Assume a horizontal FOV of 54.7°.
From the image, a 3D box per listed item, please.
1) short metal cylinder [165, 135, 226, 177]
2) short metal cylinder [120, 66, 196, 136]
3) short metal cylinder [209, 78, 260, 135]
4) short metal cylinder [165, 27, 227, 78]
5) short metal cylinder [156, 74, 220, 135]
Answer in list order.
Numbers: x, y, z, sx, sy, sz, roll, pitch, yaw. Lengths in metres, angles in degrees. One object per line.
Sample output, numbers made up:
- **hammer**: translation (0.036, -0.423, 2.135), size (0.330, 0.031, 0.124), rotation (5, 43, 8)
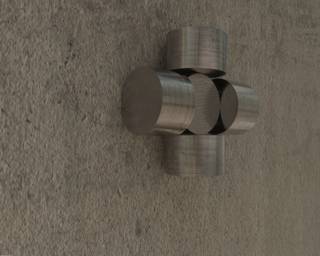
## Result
- **short metal cylinder**: translation (0.046, 0.034, 0.411), size (0.081, 0.080, 0.050), rotation (0, 89, -40)
- **short metal cylinder**: translation (-0.004, -0.030, 0.369), size (0.050, 0.080, 0.079), rotation (3, 89, -40)
- **short metal cylinder**: translation (0.097, -0.030, 0.454), size (0.050, 0.080, 0.079), rotation (3, 89, -40)
- **short metal cylinder**: translation (0.048, -0.097, 0.411), size (0.081, 0.080, 0.050), rotation (2, 89, -40)
- **short metal cylinder**: translation (0.037, -0.031, 0.423), size (0.081, 0.050, 0.079), rotation (0, 90, -40)
